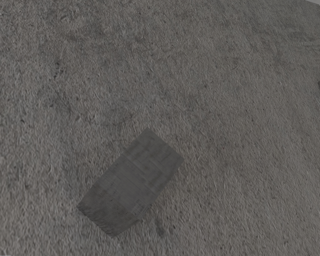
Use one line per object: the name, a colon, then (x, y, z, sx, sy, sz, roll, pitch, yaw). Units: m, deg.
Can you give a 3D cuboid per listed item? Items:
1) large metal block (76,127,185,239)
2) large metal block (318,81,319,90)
large metal block: (-0.031, 0.057, 0.317, 0.050, 0.080, 0.080, 42, 51, 0)
large metal block: (0.380, -0.065, 0.632, 0.081, 0.050, 0.080, 17, 55, -19)
